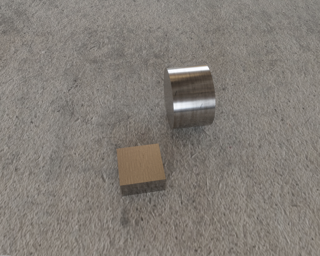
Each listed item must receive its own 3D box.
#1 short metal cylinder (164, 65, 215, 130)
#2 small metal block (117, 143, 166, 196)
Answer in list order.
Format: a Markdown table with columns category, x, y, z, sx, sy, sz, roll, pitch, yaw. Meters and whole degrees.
| category | x | y | z | sx | sy | sz | roll | pitch | yaw |
| --- | --- | --- | --- | --- | --- | --- | --- | --- | --- |
| short metal cylinder | 0.036 | -0.040 | 0.402 | 0.050 | 0.080 | 0.080 | -6 | 51 | -6 |
| small metal block | -0.023 | 0.048 | 0.362 | 0.050 | 0.025 | 0.050 | -7 | 50 | -6 |
